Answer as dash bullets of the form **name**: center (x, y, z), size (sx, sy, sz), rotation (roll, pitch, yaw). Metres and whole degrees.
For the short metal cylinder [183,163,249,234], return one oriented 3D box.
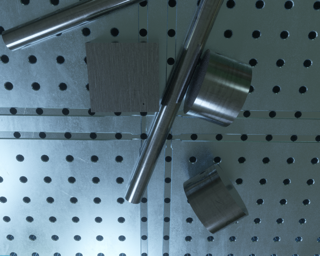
- **short metal cylinder**: center (0.075, 0.095, 0.420), size (0.050, 0.080, 0.080), rotation (-35, 107, 12)

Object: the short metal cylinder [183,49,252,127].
- **short metal cylinder**: center (0.066, -0.047, 0.367), size (0.050, 0.080, 0.079), rotation (19, 109, -7)

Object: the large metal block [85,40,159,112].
- **large metal block**: center (-0.041, -0.065, 0.376), size (0.081, 0.050, 0.079), rotation (0, 110, 0)

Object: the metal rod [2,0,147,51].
- **metal rod**: center (-0.040, -0.152, 0.356), size (0.301, 0.025, 0.025), rotation (-19, 109, 6)

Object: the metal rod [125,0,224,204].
- **metal rod**: center (0.013, -0.029, 0.402), size (0.025, 0.025, 0.298), rotation (19, 109, -7)
